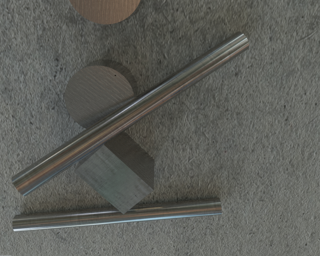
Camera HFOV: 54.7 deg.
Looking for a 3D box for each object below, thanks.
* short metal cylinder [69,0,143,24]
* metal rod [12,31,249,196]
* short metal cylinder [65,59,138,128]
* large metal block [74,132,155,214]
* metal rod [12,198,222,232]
[{"bbox_3d":[-0.057,-0.156,0.338,0.081,0.050,0.079,0,110,0],"label":"short metal cylinder"},{"bbox_3d":[-0.024,-0.022,0.349,0.301,0.025,0.025,-34,108,-9],"label":"metal rod"},{"bbox_3d":[-0.070,-0.041,0.381,0.081,0.050,0.079,0,110,0],"label":"short metal cylinder"},{"bbox_3d":[-0.053,0.048,0.398,0.050,0.080,0.080,-41,105,14],"label":"large metal block"},{"bbox_3d":[-0.062,0.128,0.456,0.302,0.025,0.025,-5,110,1],"label":"metal rod"}]
